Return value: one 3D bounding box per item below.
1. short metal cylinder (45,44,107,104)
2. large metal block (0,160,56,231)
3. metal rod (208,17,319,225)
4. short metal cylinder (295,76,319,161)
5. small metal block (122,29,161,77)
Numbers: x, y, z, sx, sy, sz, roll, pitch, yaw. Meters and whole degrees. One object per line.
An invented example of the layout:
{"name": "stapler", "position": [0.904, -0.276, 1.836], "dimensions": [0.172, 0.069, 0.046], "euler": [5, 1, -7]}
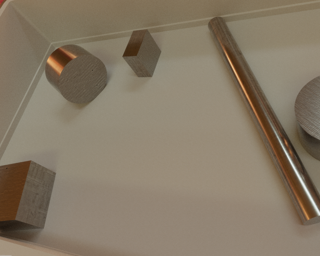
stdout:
{"name": "short metal cylinder", "position": [-0.132, -0.085, 0.490], "dimensions": [0.080, 0.080, 0.050], "euler": [-48, 52, -6]}
{"name": "large metal block", "position": [-0.203, 0.097, 0.434], "dimensions": [0.080, 0.050, 0.080], "euler": [-11, 57, 22]}
{"name": "metal rod", "position": [0.112, -0.035, 0.367], "dimensions": [0.025, 0.025, 0.299], "euler": [-24, 53, 13]}
{"name": "short metal cylinder", "position": [0.177, -0.009, 0.302], "dimensions": [0.080, 0.050, 0.080], "euler": [-13, 56, 20]}
{"name": "small metal block", "position": [-0.026, -0.112, 0.471], "dimensions": [0.025, 0.050, 0.050], "euler": [4, 64, 30]}
